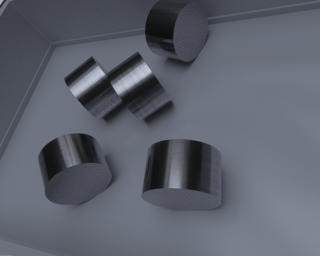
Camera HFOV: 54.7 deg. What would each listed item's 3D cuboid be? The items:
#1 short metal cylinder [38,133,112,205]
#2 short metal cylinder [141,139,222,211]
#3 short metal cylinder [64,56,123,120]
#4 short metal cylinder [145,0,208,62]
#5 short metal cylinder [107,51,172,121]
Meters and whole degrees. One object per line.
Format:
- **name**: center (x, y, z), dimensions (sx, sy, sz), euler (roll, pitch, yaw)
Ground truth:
- **short metal cylinder**: center (-0.108, 0.053, 0.393), dimensions (0.080, 0.080, 0.050), euler (-35, 52, 5)
- **short metal cylinder**: center (0.024, 0.052, 0.325), dimensions (0.080, 0.080, 0.050), euler (-7, 59, 24)
- **short metal cylinder**: center (-0.092, -0.058, 0.452), dimensions (0.050, 0.080, 0.080), euler (-39, 51, 2)
- **short metal cylinder**: center (0.025, -0.139, 0.442), dimensions (0.050, 0.080, 0.080), euler (22, 74, 36)
- **short metal cylinder**: center (-0.027, -0.056, 0.417), dimensions (0.050, 0.080, 0.080), euler (-35, 52, 5)
